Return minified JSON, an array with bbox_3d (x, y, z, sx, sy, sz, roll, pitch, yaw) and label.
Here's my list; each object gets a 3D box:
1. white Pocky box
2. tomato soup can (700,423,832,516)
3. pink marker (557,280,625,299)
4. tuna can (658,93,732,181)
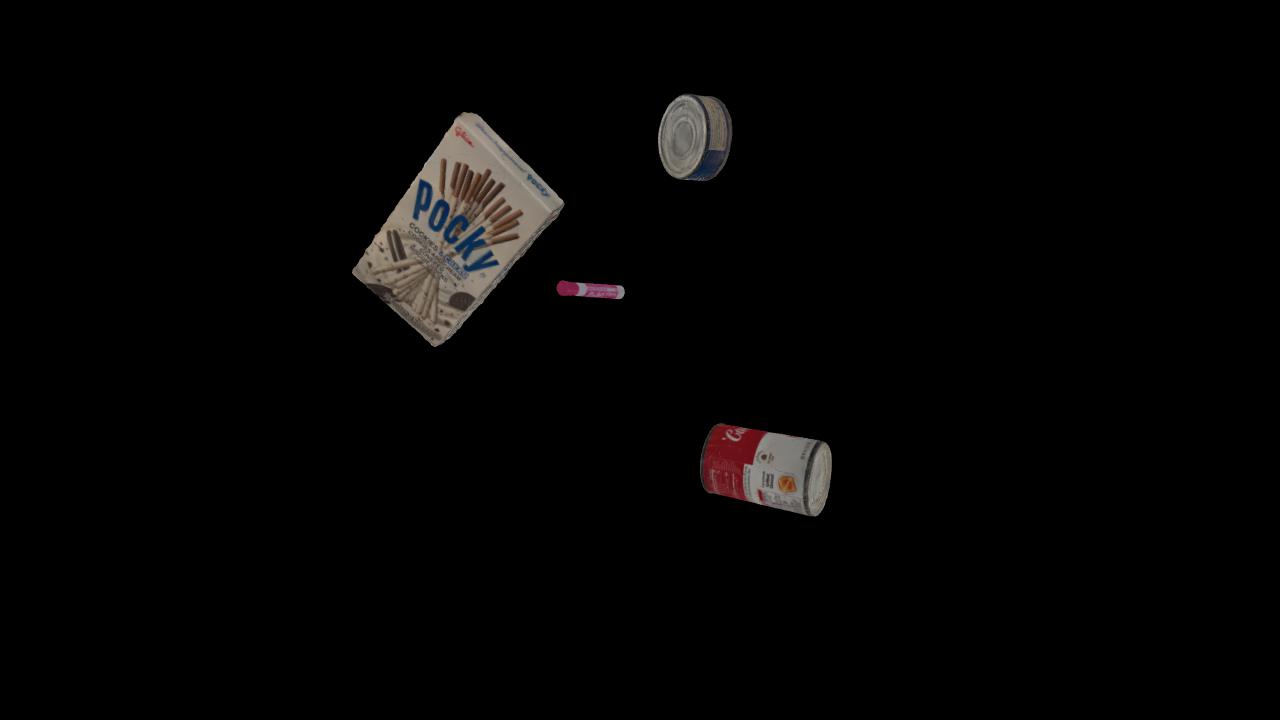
[{"bbox_3d":[-0.130,-0.084,0.429,0.154,0.084,0.028,-40,11,30],"label":"white Pocky box"},{"bbox_3d":[0.114,0.098,0.555,0.101,0.068,0.068,7,4,33],"label":"tomato soup can"},{"bbox_3d":[-0.063,-0.090,0.793,0.020,0.020,0.121,0,3,36],"label":"pink marker"},{"bbox_3d":[0.054,-0.228,0.633,0.034,0.084,0.084,-9,5,-33],"label":"tuna can"}]
